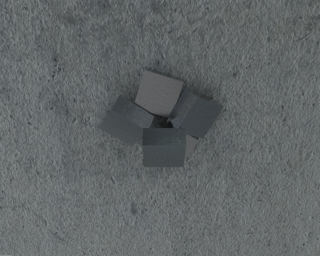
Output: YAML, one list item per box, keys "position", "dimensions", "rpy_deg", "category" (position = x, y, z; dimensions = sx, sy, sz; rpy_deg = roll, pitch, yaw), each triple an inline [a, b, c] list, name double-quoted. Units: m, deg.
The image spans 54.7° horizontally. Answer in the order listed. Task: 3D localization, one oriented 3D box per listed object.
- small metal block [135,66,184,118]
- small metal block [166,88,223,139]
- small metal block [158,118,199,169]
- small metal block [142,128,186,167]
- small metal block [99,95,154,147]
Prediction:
- position: [-0.002, -0.045, 0.395]
  dimensions: [0.050, 0.025, 0.050]
  rpy_deg: [16, 109, -7]
  category: "small metal block"
- position: [0.044, -0.018, 0.393]
  dimensions: [0.050, 0.025, 0.050]
  rpy_deg: [14, 114, -41]
  category: "small metal block"
- position: [0.016, 0.019, 0.419]
  dimensions: [0.050, 0.025, 0.050]
  rpy_deg: [31, 107, -11]
  category: "small metal block"
- position: [0.005, 0.025, 0.382]
  dimensions: [0.050, 0.025, 0.050]
  rpy_deg: [0, 143, -1]
  category: "small metal block"
- position: [-0.043, -0.007, 0.395]
  dimensions: [0.050, 0.025, 0.050]
  rpy_deg: [31, 143, -12]
  category: "small metal block"
